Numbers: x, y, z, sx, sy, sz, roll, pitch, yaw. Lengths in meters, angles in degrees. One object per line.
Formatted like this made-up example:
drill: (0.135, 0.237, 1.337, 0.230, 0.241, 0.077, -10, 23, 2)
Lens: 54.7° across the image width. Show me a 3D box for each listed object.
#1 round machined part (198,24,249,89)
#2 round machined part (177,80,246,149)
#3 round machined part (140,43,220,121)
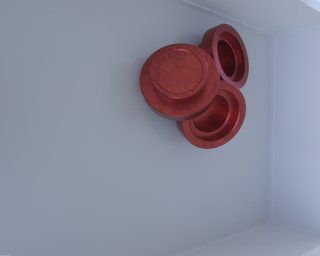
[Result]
round machined part: (0.091, -0.102, 0.468, 0.099, 0.042, 0.097, 9, 77, -45)
round machined part: (0.068, -0.023, 0.438, 0.099, 0.042, 0.097, -8, 114, -18)
round machined part: (0.024, -0.061, 0.380, 0.042, 0.098, 0.098, 71, 34, -74)
